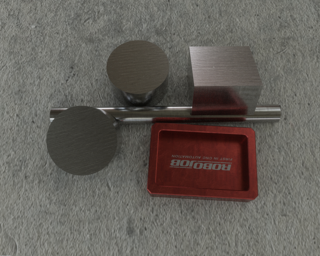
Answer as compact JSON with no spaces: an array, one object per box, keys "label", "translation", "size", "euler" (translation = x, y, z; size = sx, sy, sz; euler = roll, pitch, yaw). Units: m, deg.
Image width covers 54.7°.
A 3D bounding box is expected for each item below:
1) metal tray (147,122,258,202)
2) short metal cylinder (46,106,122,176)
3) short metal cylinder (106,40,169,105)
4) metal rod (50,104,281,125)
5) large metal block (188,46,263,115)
[{"label":"metal tray","translation":[0.052,0.043,0.390],"size":[0.131,0.030,0.090],"euler":[3,70,1]},{"label":"short metal cylinder","translation":[-0.089,0.014,0.377],"size":[0.081,0.050,0.079],"euler":[0,91,-1]},{"label":"short metal cylinder","translation":[-0.029,-0.071,0.422],"size":[0.081,0.050,0.080],"euler":[0,69,0]},{"label":"metal rod","translation":[0.008,-0.018,0.417],"size":[0.302,0.025,0.025],"euler":[-1,70,-1]},{"label":"large metal block","translation":[0.080,-0.063,0.406],"size":[0.081,0.050,0.080],"euler":[-1,49,-1]}]
